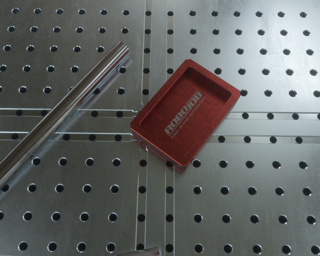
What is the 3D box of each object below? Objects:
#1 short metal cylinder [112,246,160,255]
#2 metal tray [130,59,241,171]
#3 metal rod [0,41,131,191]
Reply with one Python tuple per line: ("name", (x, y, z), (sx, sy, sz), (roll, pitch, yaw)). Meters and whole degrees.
("short metal cylinder", (-0.019, 0.169, 0.320), (0.050, 0.080, 0.080), (-10, 71, -4))
("metal tray", (0.034, -0.020, 0.416), (0.090, 0.030, 0.130), (36, 74, 12))
("metal rod", (-0.145, -0.007, 0.412), (0.025, 0.025, 0.300), (36, 74, 12))
